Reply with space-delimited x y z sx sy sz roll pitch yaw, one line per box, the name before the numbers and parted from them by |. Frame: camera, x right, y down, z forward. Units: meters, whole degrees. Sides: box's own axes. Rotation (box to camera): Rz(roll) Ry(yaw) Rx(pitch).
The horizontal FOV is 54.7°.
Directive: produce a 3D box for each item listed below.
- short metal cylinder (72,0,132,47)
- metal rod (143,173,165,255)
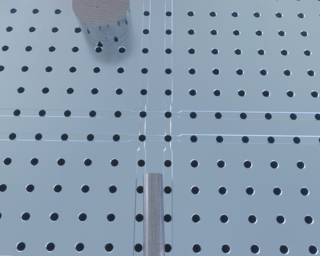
short metal cylinder | -0.083 -0.168 0.459 0.081 0.050 0.080 0 70 -1
metal rod | -0.005 0.199 0.338 0.025 0.025 0.299 -1 70 -1
